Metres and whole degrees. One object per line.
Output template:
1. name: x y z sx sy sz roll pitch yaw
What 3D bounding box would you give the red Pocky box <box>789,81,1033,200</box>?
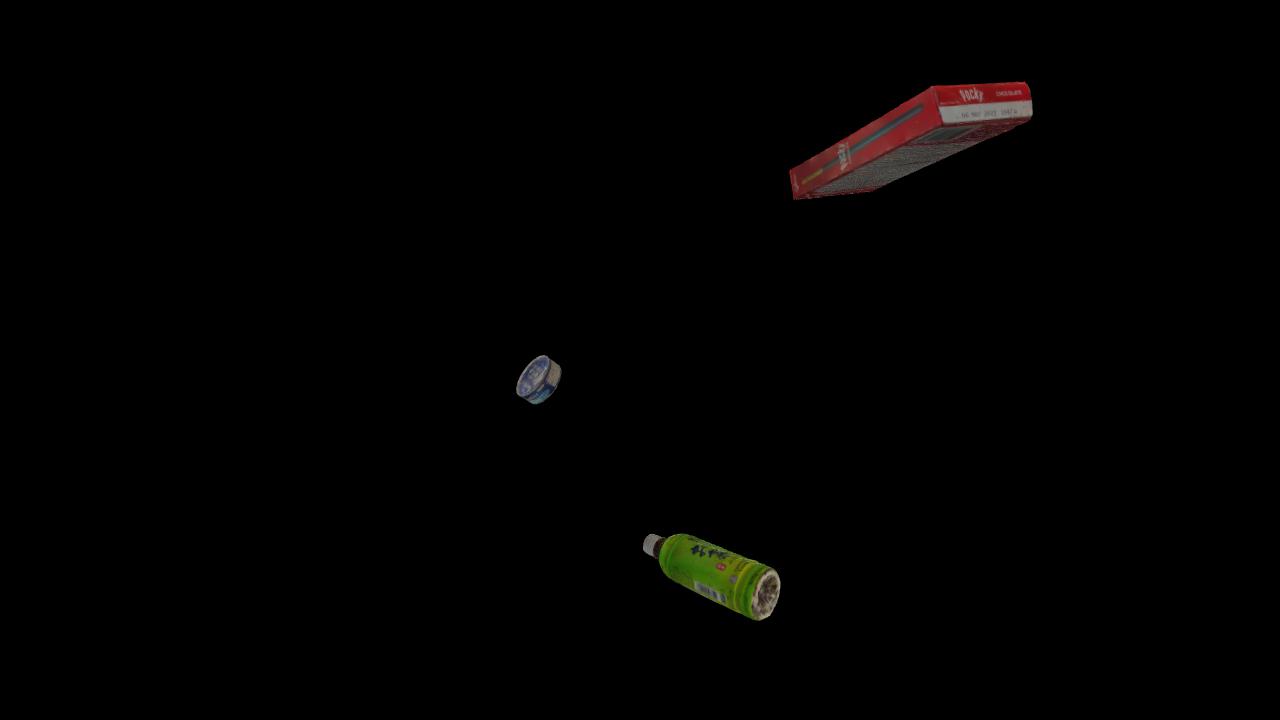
1. red Pocky box: 0.186 -0.155 0.450 0.083 0.028 0.155 -12 1 -21

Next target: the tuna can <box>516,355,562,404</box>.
1. tuna can: -0.176 0.035 1.071 0.034 0.084 0.084 39 -23 -31

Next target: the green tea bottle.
1. green tea bottle: 0.088 0.289 0.857 0.212 0.073 0.073 8 6 42
